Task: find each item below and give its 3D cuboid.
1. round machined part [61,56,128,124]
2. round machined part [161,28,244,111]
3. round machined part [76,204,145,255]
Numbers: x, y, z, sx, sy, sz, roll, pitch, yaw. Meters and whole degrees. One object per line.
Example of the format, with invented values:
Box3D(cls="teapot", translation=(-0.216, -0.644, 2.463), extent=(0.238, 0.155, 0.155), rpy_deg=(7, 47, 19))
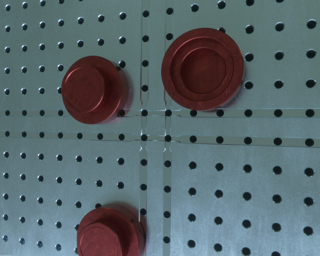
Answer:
Box3D(cls="round machined part", translation=(-0.098, -0.054, 0.437), extent=(0.098, 0.042, 0.097), rpy_deg=(0, 90, 19))
Box3D(cls="round machined part", translation=(0.055, -0.069, 0.384), extent=(0.098, 0.042, 0.097), rpy_deg=(0, 90, 19))
Box3D(cls="round machined part", translation=(-0.074, 0.159, 0.429), extent=(0.098, 0.042, 0.097), rpy_deg=(0, 90, 19))
